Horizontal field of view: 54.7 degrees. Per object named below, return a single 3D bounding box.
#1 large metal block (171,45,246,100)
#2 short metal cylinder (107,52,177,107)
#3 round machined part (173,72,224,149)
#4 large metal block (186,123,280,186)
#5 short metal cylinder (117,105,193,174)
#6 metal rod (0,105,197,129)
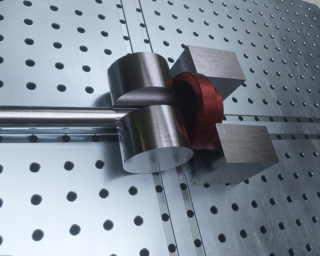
[{"bbox_3d":[0.061,-0.069,0.449,0.081,0.080,0.050,0,62,-28],"label":"large metal block"},{"bbox_3d":[-0.023,-0.050,0.391,0.081,0.080,0.050,1,62,-28],"label":"short metal cylinder"},{"bbox_3d":[0.044,-0.021,0.397,0.042,0.097,0.098,1,62,-28],"label":"round machined part"},{"bbox_3d":[0.088,0.036,0.399,0.081,0.080,0.050,3,61,-27],"label":"large metal block"},{"bbox_3d":[-0.007,0.015,0.359,0.081,0.080,0.050,1,62,-28],"label":"short metal cylinder"},{"bbox_3d":[-0.095,-0.012,0.349,0.303,0.025,0.025,-1,62,-24],"label":"metal rod"}]
